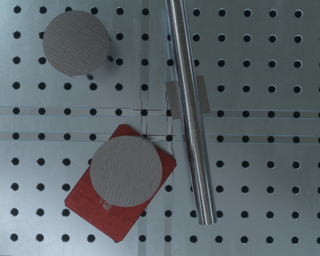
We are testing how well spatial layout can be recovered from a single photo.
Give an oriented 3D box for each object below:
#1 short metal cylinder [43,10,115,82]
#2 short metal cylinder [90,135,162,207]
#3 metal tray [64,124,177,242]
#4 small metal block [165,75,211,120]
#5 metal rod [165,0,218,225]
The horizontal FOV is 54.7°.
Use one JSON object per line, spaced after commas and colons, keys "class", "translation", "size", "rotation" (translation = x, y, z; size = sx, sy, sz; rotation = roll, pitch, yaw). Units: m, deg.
{"class": "short metal cylinder", "translation": [-0.102, -0.103, 0.400], "size": [0.081, 0.050, 0.079], "rotation": [0, 90, 0]}
{"class": "short metal cylinder", "translation": [-0.038, 0.048, 0.370], "size": [0.081, 0.050, 0.079], "rotation": [0, 90, 0]}
{"class": "metal tray", "translation": [-0.050, 0.070, 0.410], "size": [0.090, 0.030, 0.130], "rotation": [36, 90, 0]}
{"class": "small metal block", "translation": [0.036, -0.040, 0.414], "size": [0.050, 0.025, 0.050], "rotation": [-11, 90, 0]}
{"class": "metal rod", "translation": [0.038, -0.030, 0.388], "size": [0.025, 0.025, 0.298], "rotation": [-8, 90, 0]}
